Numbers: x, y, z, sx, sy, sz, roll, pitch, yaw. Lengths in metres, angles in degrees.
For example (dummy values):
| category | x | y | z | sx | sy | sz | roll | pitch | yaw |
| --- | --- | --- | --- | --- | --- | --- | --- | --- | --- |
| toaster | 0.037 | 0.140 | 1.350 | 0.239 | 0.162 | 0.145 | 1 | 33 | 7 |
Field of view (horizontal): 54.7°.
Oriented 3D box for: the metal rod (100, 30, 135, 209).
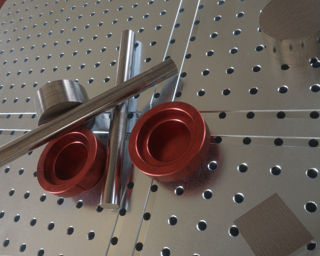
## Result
| category | x | y | z | sx | sy | sz | roll | pitch | yaw |
| --- | --- | --- | --- | --- | --- | --- | --- | --- | --- |
| metal rod | -0.058 | -0.032 | 0.458 | 0.025 | 0.025 | 0.299 | -12 | 56 | 21 |

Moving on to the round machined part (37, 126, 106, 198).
| category | x | y | z | sx | sy | sz | roll | pitch | yaw |
| --- | --- | --- | --- | --- | --- | --- | --- | --- | --- |
| round machined part | -0.117 | 0.049 | 0.428 | 0.098 | 0.042 | 0.098 | -14 | 55 | 21 |

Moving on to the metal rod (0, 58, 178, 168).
| category | x | y | z | sx | sy | sz | roll | pitch | yaw |
| --- | --- | --- | --- | --- | --- | --- | --- | --- | --- |
| metal rod | -0.111 | -0.018 | 0.427 | 0.301 | 0.025 | 0.025 | -29 | 51 | -8 |

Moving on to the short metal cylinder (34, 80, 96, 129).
| category | x | y | z | sx | sy | sz | roll | pitch | yaw |
| --- | --- | --- | --- | --- | --- | --- | --- | --- | --- |
| short metal cylinder | -0.143 | -0.025 | 0.464 | 0.080 | 0.080 | 0.050 | -33 | 52 | 6 |

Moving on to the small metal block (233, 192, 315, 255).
| category | x | y | z | sx | sy | sz | roll | pitch | yaw |
| --- | --- | --- | --- | --- | --- | --- | --- | --- | --- |
| small metal block | 0.107 | 0.098 | 0.292 | 0.050 | 0.025 | 0.050 | -36 | 51 | 4 |

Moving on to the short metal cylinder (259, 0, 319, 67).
| category | x | y | z | sx | sy | sz | roll | pitch | yaw |
| --- | --- | --- | --- | --- | --- | --- | --- | --- | --- |
| short metal cylinder | 0.167 | -0.122 | 0.379 | 0.080 | 0.050 | 0.080 | -13 | 56 | 21 |

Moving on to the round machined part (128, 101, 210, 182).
| category | x | y | z | sx | sy | sz | roll | pitch | yaw |
| --- | --- | --- | --- | --- | --- | --- | --- | --- | --- |
| round machined part | 0.014 | 0.019 | 0.378 | 0.098 | 0.042 | 0.098 | -13 | 56 | 21 |
